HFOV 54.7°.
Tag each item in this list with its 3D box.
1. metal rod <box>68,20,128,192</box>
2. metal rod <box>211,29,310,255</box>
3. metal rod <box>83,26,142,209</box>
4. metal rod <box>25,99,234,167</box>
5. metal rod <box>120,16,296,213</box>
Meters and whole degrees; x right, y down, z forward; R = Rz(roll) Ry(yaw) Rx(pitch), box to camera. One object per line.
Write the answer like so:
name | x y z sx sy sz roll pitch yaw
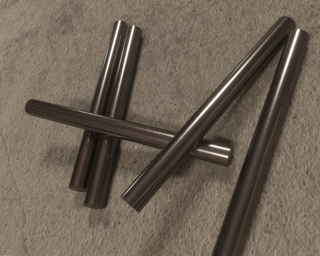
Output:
metal rod | -0.089 -0.050 0.479 0.025 0.025 0.299 -6 59 25
metal rod | 0.112 0.016 0.334 0.025 0.025 0.300 12 68 33
metal rod | -0.063 -0.033 0.455 0.025 0.025 0.299 -5 59 25
metal rod | -0.057 0.000 0.403 0.301 0.025 0.025 13 68 23
metal rod | 0.067 -0.029 0.355 0.025 0.025 0.301 29 68 37
